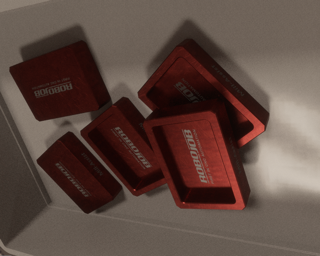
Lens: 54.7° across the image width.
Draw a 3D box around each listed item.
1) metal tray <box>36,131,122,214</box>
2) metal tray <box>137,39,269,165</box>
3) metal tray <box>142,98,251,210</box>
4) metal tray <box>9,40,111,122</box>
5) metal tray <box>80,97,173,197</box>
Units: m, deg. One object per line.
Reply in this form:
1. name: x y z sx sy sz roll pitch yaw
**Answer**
1. metal tray: -0.138 0.079 0.524 0.130 0.030 0.090 49 128 -7
2. metal tray: 0.048 -0.027 0.362 0.130 0.030 0.090 43 129 -3
3. metal tray: 0.044 0.036 0.363 0.090 0.030 0.129 -8 115 31
4. metal tray: -0.144 -0.062 0.440 0.130 0.030 0.090 -8 115 31
5. metal tray: -0.042 0.030 0.444 0.090 0.030 0.130 -33 101 38
